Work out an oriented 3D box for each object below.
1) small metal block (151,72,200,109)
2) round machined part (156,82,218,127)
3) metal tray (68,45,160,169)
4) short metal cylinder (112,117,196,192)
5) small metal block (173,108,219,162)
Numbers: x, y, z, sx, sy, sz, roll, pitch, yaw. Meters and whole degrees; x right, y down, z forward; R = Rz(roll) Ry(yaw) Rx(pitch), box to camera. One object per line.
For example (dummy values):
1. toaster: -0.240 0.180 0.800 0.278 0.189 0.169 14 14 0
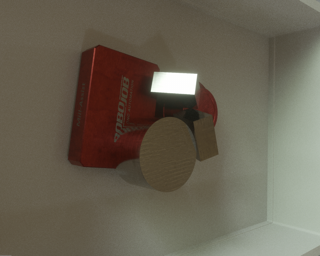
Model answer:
1. small metal block: 0.021 -0.045 0.374 0.050 0.050 0.025 54 43 -71
2. round machined part: 0.043 -0.021 0.431 0.099 0.042 0.097 0 90 -40
3. metal tray: -0.050 -0.019 0.358 0.091 0.030 0.129 10 84 -40
4. short metal cylinder: -0.005 0.028 0.347 0.081 0.050 0.079 0 90 -40
5. small metal block: 0.043 0.007 0.375 0.025 0.050 0.050 -19 110 -20
